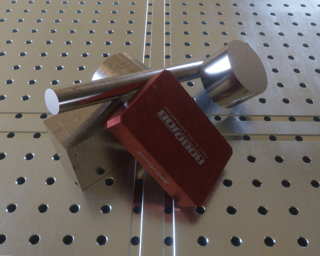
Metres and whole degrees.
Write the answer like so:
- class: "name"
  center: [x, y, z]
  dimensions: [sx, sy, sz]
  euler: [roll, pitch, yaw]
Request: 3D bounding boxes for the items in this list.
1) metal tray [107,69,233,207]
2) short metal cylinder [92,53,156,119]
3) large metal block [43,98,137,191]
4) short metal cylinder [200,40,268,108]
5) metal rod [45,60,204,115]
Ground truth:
- class: "metal tray"
  center: [0.017, 0.012, 0.343]
  dimensions: [0.130, 0.030, 0.090]
  euler: [49, 55, -15]
- class: "short metal cylinder"
  center: [-0.044, -0.053, 0.416]
  dimensions: [0.080, 0.080, 0.050]
  euler: [-36, 59, -27]
- class: "large metal block"
  center: [-0.076, 0.014, 0.359]
  dimensions: [0.081, 0.080, 0.050]
  euler: [-33, 58, -25]
- class: "short metal cylinder"
  center: [0.102, -0.073, 0.429]
  dimensions: [0.081, 0.050, 0.080]
  euler: [17, 60, -33]
- class: "metal rod"
  center: [0.001, -0.064, 0.392]
  dimensions: [0.025, 0.025, 0.302]
  euler: [39, 39, 27]
